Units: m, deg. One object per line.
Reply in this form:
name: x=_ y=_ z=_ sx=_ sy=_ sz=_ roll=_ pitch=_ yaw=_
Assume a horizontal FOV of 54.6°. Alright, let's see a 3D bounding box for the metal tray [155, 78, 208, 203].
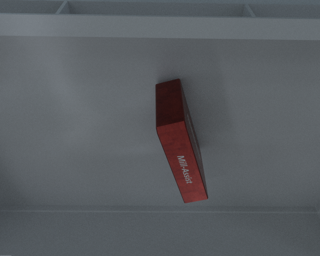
metal tray: x=0.027 y=0.018 z=0.378 sx=0.030 sy=0.090 sz=0.130 roll=-13 pitch=129 yaw=9
